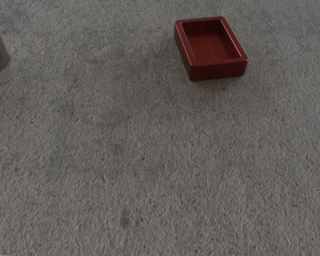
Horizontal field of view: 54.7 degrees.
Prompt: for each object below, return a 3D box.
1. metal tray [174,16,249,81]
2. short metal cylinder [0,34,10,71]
[{"bbox_3d":[0.080,-0.135,0.514,0.091,0.030,0.130,-7,50,-7],"label":"metal tray"},{"bbox_3d":[-0.287,-0.123,0.487,0.081,0.050,0.080,0,50,0],"label":"short metal cylinder"}]
